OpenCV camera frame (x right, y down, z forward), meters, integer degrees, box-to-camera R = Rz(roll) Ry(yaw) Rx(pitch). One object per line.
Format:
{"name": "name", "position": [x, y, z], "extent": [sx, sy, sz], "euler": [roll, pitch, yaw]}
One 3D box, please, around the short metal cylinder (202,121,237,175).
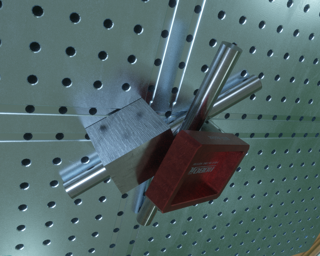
{"name": "short metal cylinder", "position": [0.066, 0.034, 0.453], "extent": [0.081, 0.050, 0.079], "euler": [-14, 125, -21]}

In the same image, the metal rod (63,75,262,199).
{"name": "metal rod", "position": [0.011, 0.007, 0.424], "extent": [0.301, 0.025, 0.025], "euler": [-30, 129, -10]}

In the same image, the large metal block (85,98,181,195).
{"name": "large metal block", "position": [-0.033, 0.019, 0.370], "extent": [0.080, 0.080, 0.050], "euler": [-30, 129, -10]}

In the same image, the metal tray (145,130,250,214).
{"name": "metal tray", "position": [0.050, 0.050, 0.377], "extent": [0.131, 0.030, 0.089], "euler": [5, 118, -52]}

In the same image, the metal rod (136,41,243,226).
{"name": "metal rod", "position": [0.027, 0.028, 0.415], "extent": [0.025, 0.025, 0.298], "euler": [4, 126, -31]}
